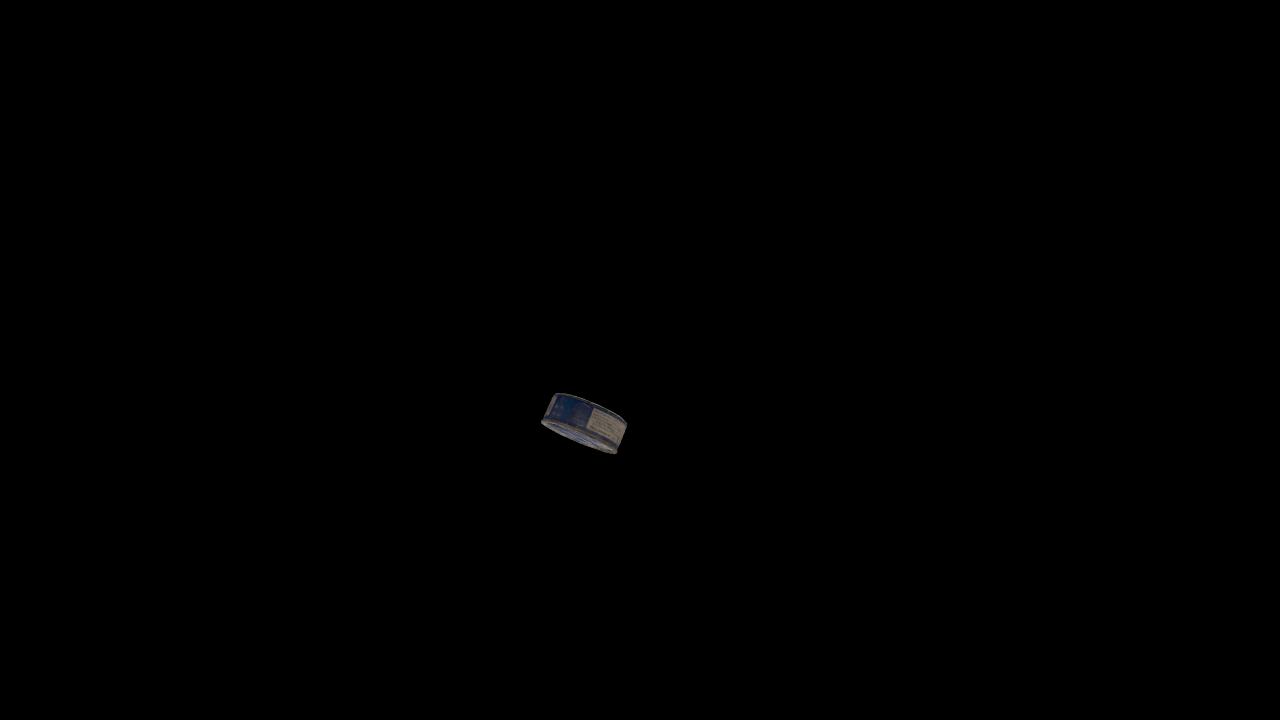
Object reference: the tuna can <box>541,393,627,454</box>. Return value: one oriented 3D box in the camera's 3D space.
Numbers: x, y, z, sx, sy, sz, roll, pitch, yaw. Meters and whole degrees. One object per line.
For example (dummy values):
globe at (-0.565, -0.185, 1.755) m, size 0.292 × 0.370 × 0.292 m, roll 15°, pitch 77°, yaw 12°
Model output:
tuna can at (-0.056, 0.065, 0.630) m, size 0.084 × 0.034 × 0.084 m, roll 20°, pitch -16°, yaw 6°
